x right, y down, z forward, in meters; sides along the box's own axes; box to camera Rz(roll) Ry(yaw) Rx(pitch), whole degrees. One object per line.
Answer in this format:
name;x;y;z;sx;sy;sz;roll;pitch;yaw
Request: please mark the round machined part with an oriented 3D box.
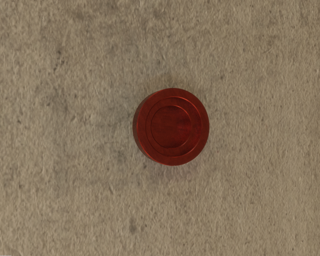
round machined part;0.011;-0.001;0.405;0.099;0.042;0.097;0;90;-21
